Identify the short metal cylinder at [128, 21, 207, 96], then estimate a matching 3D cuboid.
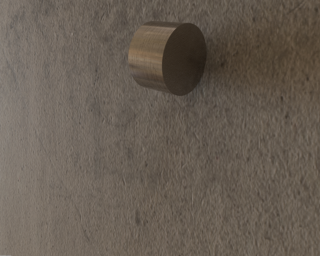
[{"bbox_3d":[0.010,-0.081,0.359,0.050,0.081,0.079,19,102,38],"label":"short metal cylinder"}]
